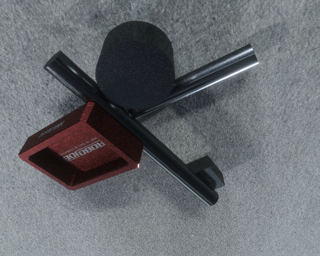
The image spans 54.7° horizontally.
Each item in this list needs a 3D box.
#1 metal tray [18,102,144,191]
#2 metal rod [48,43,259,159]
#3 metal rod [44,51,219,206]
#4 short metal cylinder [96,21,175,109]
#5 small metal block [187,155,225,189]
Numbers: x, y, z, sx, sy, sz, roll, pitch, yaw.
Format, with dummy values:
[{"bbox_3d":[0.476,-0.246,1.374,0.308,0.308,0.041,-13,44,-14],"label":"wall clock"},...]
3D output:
[{"bbox_3d":[-0.097,0.029,0.378,0.130,0.030,0.090,-24,127,33],"label":"metal tray"},{"bbox_3d":[-0.027,-0.025,0.387,0.300,0.025,0.025,-23,127,18],"label":"metal rod"},{"bbox_3d":[-0.016,0.019,0.392,0.025,0.025,0.300,-32,124,24],"label":"metal rod"},{"bbox_3d":[-0.025,-0.067,0.334,0.081,0.050,0.079,0,130,0],"label":"short metal cylinder"},{"bbox_3d":[0.063,0.074,0.472,0.050,0.025,0.050,-27,126,20],"label":"small metal block"}]
